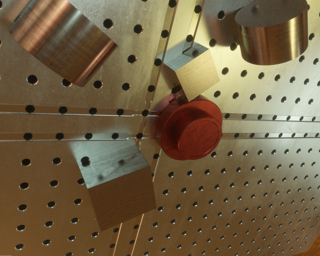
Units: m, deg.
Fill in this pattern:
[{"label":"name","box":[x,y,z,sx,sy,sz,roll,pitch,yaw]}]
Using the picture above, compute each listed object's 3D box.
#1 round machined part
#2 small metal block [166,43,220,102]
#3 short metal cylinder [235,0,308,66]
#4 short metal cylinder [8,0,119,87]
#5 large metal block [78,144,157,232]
[{"label":"round machined part","box":[0.046,0.005,0.431,0.099,0.042,0.097,-14,124,-21]},{"label":"small metal block","box":[0.043,-0.070,0.393,0.050,0.025,0.050,-34,129,-6]},{"label":"short metal cylinder","box":[0.136,-0.120,0.378,0.080,0.080,0.050,-30,129,-9]},{"label":"short metal cylinder","box":[-0.085,-0.082,0.279,0.050,0.080,0.080,-49,129,6]},{"label":"large metal block","box":[-0.055,0.079,0.415,0.081,0.050,0.079,-19,126,-18]}]
